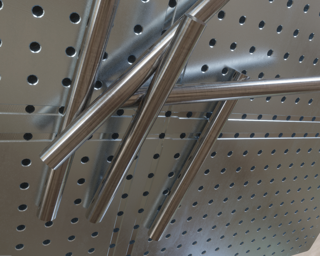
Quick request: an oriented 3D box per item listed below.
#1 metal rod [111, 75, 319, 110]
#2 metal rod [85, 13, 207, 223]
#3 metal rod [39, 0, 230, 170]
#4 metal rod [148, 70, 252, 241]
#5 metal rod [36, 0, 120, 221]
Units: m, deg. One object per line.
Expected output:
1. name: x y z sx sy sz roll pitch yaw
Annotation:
1. metal rod: 0.087 -0.048 0.403 0.302 0.025 0.025 -6 122 -16
2. metal rod: -0.029 0.009 0.371 0.025 0.025 0.298 10 123 -33
3. metal rod: -0.013 -0.070 0.341 0.300 0.025 0.025 -45 130 -5
4. metal rod: 0.053 0.053 0.474 0.025 0.025 0.298 14 111 -34
5. metal rod: -0.095 -0.018 0.348 0.025 0.025 0.298 8 114 -32
